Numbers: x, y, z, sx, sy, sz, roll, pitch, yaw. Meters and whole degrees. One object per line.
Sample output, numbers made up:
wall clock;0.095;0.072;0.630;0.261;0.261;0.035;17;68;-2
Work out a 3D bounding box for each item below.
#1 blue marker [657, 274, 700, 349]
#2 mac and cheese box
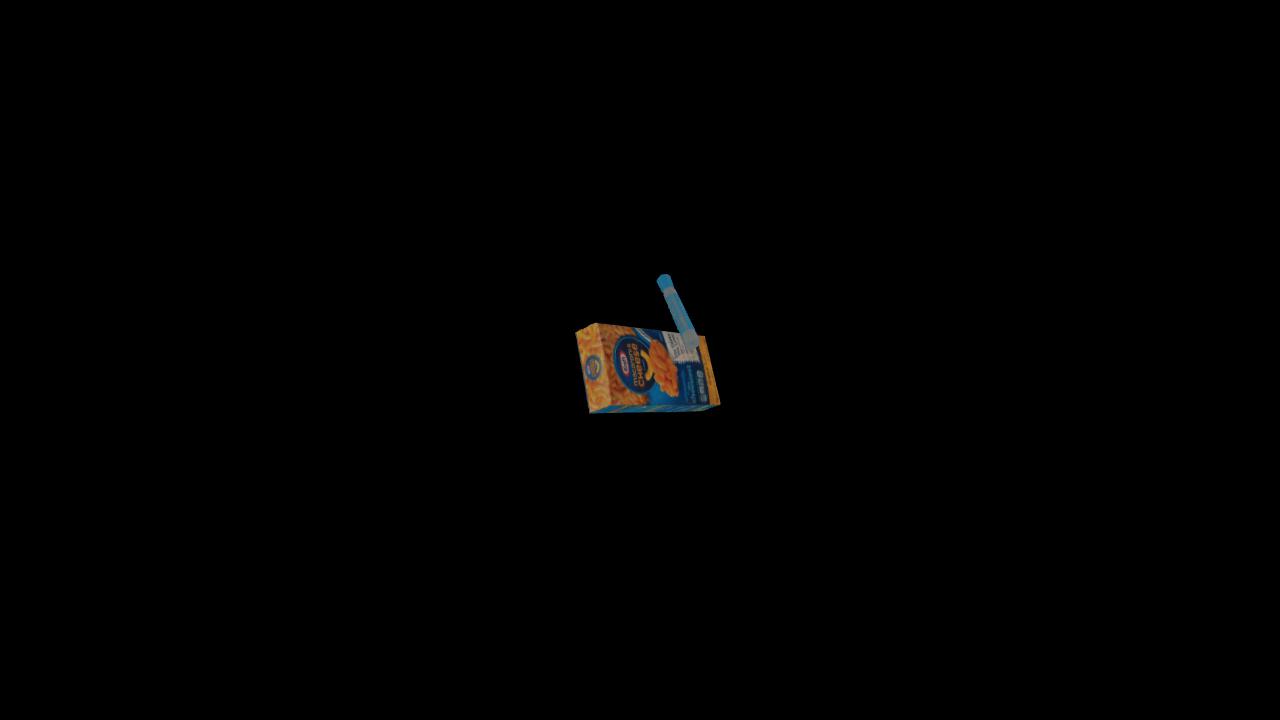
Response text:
blue marker;0.045;-0.062;0.746;0.020;0.121;0.020;-12;-40;-10
mac and cheese box;0.014;0.013;0.704;0.041;0.093;0.184;-22;-17;41
